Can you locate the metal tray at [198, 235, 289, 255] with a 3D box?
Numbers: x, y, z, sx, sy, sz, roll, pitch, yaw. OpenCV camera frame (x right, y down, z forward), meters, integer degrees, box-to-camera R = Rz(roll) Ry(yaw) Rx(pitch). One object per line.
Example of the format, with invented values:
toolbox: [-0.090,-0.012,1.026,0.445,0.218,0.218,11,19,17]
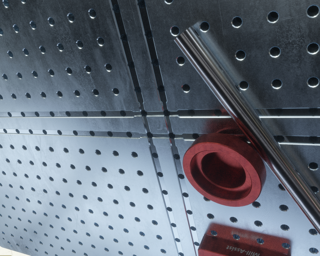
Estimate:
metal tray: [0.128,0.221,0.477,0.130,0.030,0.089,6,121,25]

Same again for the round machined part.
round machined part: [0.081,0.046,0.381,0.098,0.042,0.097,19,132,23]

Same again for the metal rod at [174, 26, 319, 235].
metal rod: [0.117,0.013,0.357,0.025,0.025,0.300,-32,101,38]
